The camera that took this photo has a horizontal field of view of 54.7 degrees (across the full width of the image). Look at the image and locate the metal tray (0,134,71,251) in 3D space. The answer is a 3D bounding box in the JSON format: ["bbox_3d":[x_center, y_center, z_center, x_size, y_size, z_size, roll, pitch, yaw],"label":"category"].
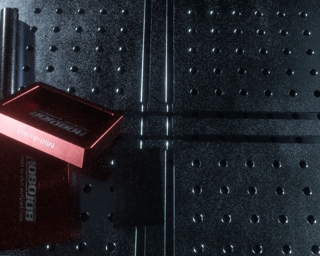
[{"bbox_3d":[-0.156,0.072,0.366,0.091,0.030,0.130,0,69,-21],"label":"metal tray"}]

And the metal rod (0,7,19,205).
[{"bbox_3d":[-0.209,-0.036,0.423,0.025,0.025,0.299,-7,70,-3],"label":"metal rod"}]

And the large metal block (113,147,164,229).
[{"bbox_3d":[-0.023,0.073,0.356,0.050,0.080,0.080,-3,70,-1],"label":"large metal block"}]

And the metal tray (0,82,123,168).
[{"bbox_3d":[-0.124,-0.009,0.383,0.130,0.030,0.090,22,33,9],"label":"metal tray"}]
